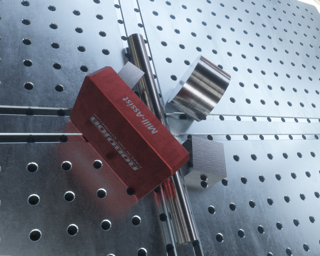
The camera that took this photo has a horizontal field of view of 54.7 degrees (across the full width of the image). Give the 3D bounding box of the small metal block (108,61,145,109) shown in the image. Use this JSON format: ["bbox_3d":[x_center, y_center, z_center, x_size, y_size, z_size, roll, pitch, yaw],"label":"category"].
[{"bbox_3d":[-0.050,-0.049,0.395,0.025,0.050,0.050,36,51,-5],"label":"small metal block"}]

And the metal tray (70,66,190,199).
[{"bbox_3d":[-0.039,0.008,0.341,0.130,0.090,0.030,48,51,5],"label":"metal tray"}]

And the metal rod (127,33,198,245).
[{"bbox_3d":[-0.004,-0.003,0.409,0.025,0.025,0.299,0,62,-29],"label":"metal rod"}]

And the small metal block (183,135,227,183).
[{"bbox_3d":[0.059,0.043,0.417,0.050,0.025,0.050,14,56,-21],"label":"small metal block"}]

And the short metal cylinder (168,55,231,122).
[{"bbox_3d":[0.055,-0.056,0.438,0.050,0.080,0.080,33,51,-7],"label":"short metal cylinder"}]
